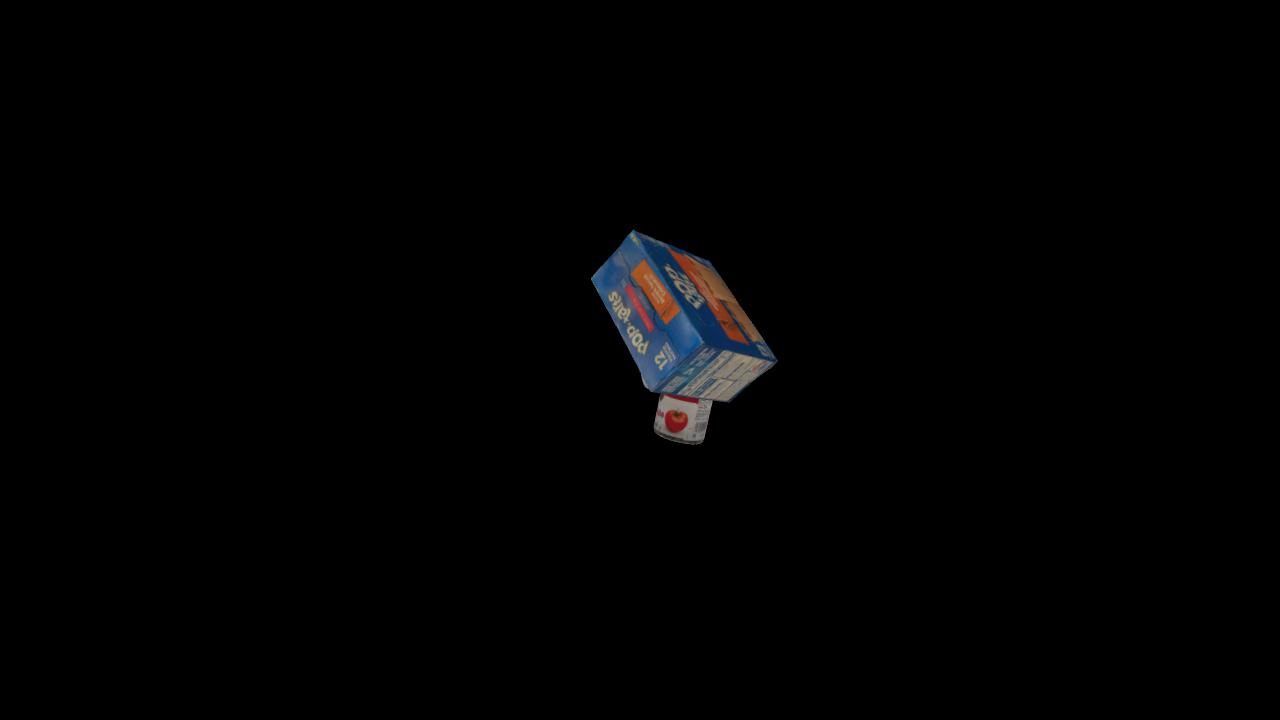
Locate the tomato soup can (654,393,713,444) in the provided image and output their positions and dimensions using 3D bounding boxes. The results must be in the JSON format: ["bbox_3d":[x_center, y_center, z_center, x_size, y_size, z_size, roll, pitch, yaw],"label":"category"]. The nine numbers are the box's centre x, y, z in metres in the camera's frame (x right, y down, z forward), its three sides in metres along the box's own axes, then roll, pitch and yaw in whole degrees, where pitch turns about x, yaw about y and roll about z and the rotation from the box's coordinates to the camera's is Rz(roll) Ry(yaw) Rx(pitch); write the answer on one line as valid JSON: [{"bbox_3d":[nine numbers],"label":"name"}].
[{"bbox_3d":[0.058,0.046,0.763,0.068,0.101,0.068,11,10,-2],"label":"tomato soup can"}]

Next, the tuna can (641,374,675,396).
[{"bbox_3d":[0.031,-0.005,0.672,0.034,0.084,0.084,11,-4,-22],"label":"tuna can"}]

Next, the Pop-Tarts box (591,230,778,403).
[{"bbox_3d":[0.048,-0.046,0.683,0.141,0.167,0.083,11,-49,-46],"label":"Pop-Tarts box"}]
